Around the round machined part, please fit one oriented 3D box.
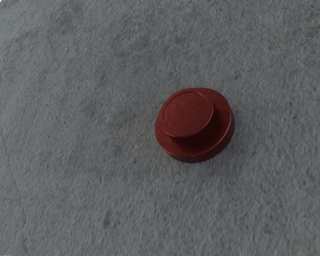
[{"bbox_3d":[0.038,-0.010,0.378,0.098,0.042,0.098,-13,56,20],"label":"round machined part"}]
